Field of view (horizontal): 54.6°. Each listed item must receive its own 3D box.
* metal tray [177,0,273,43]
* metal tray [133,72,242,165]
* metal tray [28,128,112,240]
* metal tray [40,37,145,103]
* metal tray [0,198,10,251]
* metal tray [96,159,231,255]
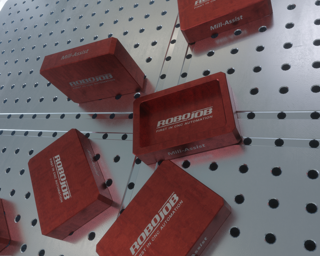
[{"bbox_3d":[0.094,-0.190,0.473,0.130,0.030,0.090,-15,55,19],"label":"metal tray"},{"bbox_3d":[0.030,-0.012,0.397,0.130,0.030,0.090,-15,55,19],"label":"metal tray"},{"bbox_3d":[-0.129,0.073,0.429,0.090,0.030,0.130,-35,51,4],"label":"metal tray"},{"bbox_3d":[-0.101,-0.082,0.471,0.130,0.090,0.030,-8,59,24],"label":"metal tray"},{"bbox_3d":[-0.288,0.169,0.453,0.130,0.030,0.090,-40,51,1],"label":"metal tray"},{"bbox_3d":[0.002,0.110,0.337,0.090,0.030,0.130,33,80,38],"label":"metal tray"}]
